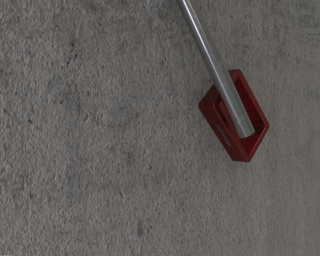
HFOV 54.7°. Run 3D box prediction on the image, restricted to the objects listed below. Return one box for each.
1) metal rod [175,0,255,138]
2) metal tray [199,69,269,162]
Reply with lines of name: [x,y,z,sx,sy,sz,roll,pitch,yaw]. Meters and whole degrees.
metal rod: [0.061,-0.121,0.429,0.025,0.025,0.299,-35,104,-34]
metal tray: [0.125,-0.018,0.505,0.090,0.030,0.130,-52,120,-27]
